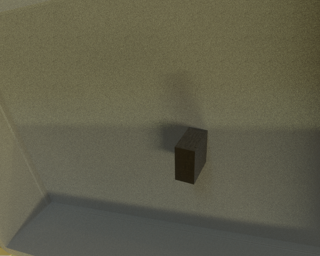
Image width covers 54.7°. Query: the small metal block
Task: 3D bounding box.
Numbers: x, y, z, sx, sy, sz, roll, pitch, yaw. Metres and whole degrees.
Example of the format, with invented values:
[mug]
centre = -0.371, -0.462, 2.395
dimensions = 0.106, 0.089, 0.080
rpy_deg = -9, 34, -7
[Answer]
[small metal block]
centre = 0.040, 0.034, 0.392
dimensions = 0.025, 0.050, 0.050
rpy_deg = 11, 123, 22
